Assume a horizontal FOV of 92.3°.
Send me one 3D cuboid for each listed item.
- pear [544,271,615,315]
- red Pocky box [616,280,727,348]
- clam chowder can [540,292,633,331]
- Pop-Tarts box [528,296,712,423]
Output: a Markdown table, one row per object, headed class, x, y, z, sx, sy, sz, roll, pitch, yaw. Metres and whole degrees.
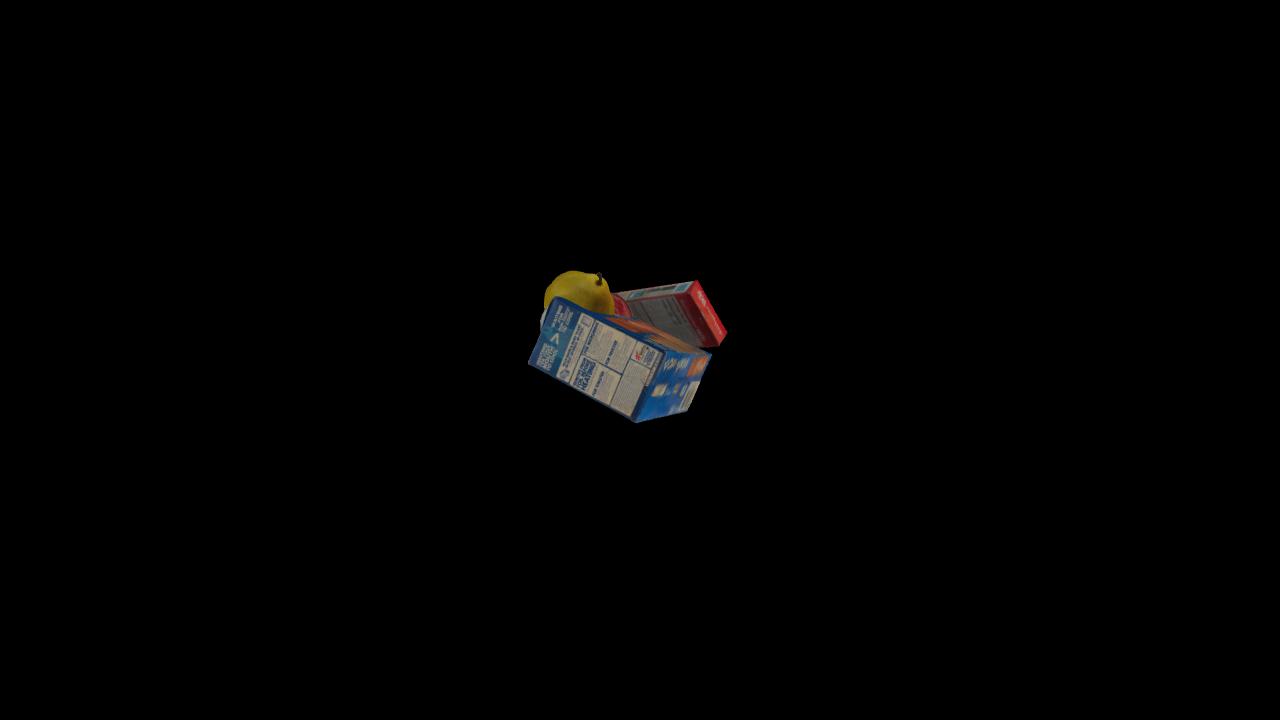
| class | x | y | z | sx | sy | sz | roll | pitch | yaw |
| --- | --- | --- | --- | --- | --- | --- | --- | --- | --- |
| pear | -0.054 | -0.064 | 0.660 | 0.080 | 0.080 | 0.111 | 0 | -10 | -33 |
| red Pocky box | 0.027 | -0.051 | 0.761 | 0.155 | 0.083 | 0.028 | -2 | 40 | 45 |
| clam chowder can | -0.059 | -0.041 | 0.697 | 0.068 | 0.068 | 0.102 | 0 | 8 | 24 |
| Pop-Tarts box | -0.016 | -0.002 | 0.693 | 0.141 | 0.083 | 0.167 | 26 | 9 | 20 |
